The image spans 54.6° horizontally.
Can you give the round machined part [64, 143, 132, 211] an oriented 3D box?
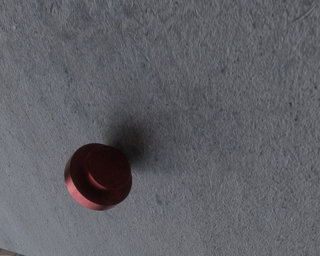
[{"bbox_3d":[-0.081,0.063,0.443,0.098,0.098,0.042,46,129,-4],"label":"round machined part"}]
